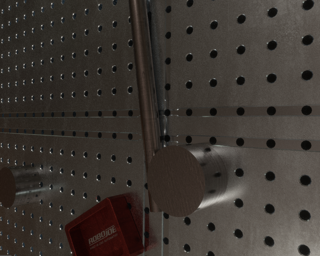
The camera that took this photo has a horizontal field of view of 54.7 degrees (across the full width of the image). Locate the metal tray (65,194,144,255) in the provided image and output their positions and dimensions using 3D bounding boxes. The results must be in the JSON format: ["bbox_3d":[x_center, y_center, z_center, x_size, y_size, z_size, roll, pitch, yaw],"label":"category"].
[{"bbox_3d":[-0.090,0.170,0.477,0.130,0.030,0.090,-37,67,33],"label":"metal tray"}]

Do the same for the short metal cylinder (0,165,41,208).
[{"bbox_3d":[-0.284,0.116,0.624,0.080,0.050,0.079,0,90,39],"label":"short metal cylinder"}]

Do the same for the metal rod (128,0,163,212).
[{"bbox_3d":[-0.017,-0.039,0.420,0.025,0.025,0.298,-10,83,39],"label":"metal rod"}]

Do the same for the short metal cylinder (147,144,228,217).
[{"bbox_3d":[0.032,0.059,0.365,0.080,0.050,0.079,0,90,39],"label":"short metal cylinder"}]
